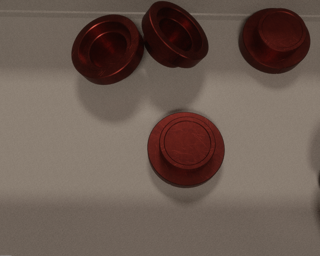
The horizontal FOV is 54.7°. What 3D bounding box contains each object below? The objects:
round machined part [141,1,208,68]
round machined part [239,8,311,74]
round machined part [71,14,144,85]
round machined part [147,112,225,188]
[{"bbox_3d":[0.016,-0.123,0.430,0.099,0.042,0.098,19,53,-28],"label":"round machined part"},{"bbox_3d":[0.168,-0.131,0.446,0.099,0.042,0.098,0,76,-1],"label":"round machined part"},{"bbox_3d":[-0.068,-0.103,0.428,0.098,0.042,0.098,-6,70,16],"label":"round machined part"},{"bbox_3d":[0.033,0.024,0.392,0.099,0.042,0.098,0,70,-1],"label":"round machined part"}]
